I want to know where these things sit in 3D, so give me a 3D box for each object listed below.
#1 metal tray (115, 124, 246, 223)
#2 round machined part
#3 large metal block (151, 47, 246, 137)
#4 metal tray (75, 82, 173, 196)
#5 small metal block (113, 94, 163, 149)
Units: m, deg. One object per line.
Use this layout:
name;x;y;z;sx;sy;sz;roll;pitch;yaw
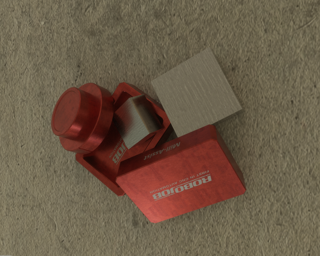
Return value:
metal tray;0.025;0.060;0.374;0.130;0.030;0.090;-24;118;19
round machined part;-0.110;-0.016;0.418;0.098;0.042;0.098;-20;59;38
large metal block;0.048;-0.039;0.380;0.080;0.050;0.080;-28;81;17
metal tray;-0.046;0.015;0.423;0.090;0.030;0.129;37;101;16
small metal block;-0.031;-0.008;0.397;0.050;0.025;0.050;-37;79;45
